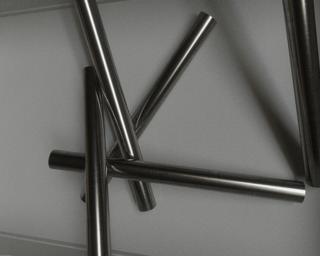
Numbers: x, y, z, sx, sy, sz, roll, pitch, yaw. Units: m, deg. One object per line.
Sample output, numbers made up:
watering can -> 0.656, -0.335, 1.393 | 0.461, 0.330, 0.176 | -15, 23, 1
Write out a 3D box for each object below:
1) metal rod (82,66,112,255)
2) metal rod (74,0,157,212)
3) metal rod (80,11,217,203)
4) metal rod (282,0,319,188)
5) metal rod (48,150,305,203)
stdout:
metal rod -> -0.072, 0.064, 0.350 | 0.025, 0.025, 0.299 | -15, 67, 19
metal rod -> -0.056, -0.035, 0.389 | 0.025, 0.025, 0.298 | -12, 102, 19
metal rod -> -0.021, -0.018, 0.418 | 0.025, 0.025, 0.299 | 38, 102, 16
metal rod -> 0.136, -0.072, 0.293 | 0.025, 0.025, 0.298 | -9, 114, 20
metal rod -> 0.013, 0.057, 0.373 | 0.301, 0.025, 0.025 | 7, 92, 7
